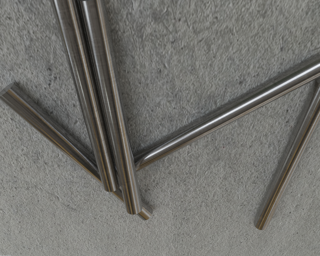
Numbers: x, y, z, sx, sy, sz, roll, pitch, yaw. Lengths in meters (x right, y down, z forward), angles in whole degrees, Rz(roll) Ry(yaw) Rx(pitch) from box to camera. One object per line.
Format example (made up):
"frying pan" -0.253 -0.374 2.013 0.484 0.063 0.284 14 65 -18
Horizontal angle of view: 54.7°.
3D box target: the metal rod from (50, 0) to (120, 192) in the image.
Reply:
"metal rod" -0.083 -0.036 0.362 0.025 0.025 0.298 -4 126 3

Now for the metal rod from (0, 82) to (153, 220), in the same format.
"metal rod" -0.103 0.051 0.449 0.025 0.025 0.300 -26 126 20

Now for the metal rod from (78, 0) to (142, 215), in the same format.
"metal rod" -0.053 -0.003 0.382 0.025 0.025 0.298 -4 124 3

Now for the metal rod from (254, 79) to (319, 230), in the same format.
"metal rod" 0.188 0.059 0.458 0.025 0.025 0.298 2 130 -2

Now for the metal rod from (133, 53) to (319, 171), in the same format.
"metal rod" 0.062 -0.005 0.403 0.300 0.025 0.025 -30 124 22
